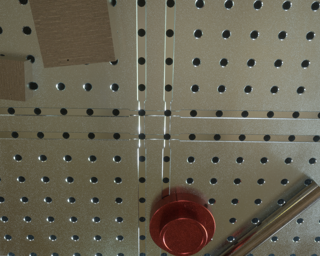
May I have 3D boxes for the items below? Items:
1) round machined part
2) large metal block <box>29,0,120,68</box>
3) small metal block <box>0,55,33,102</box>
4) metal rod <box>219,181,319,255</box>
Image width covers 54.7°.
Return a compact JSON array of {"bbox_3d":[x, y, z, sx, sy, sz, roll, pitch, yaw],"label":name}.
[{"bbox_3d":[0.033,0.150,0.460,0.099,0.042,0.097,0,110,-1],"label":"round machined part"},{"bbox_3d":[-0.094,-0.117,0.356,0.080,0.050,0.079,-5,110,1],"label":"large metal block"},{"bbox_3d":[-0.190,-0.063,0.388,0.050,0.025,0.050,6,110,-3],"label":"small metal block"},{"bbox_3d":[0.129,0.188,0.484,0.025,0.025,0.299,42,104,-14],"label":"metal rod"}]
